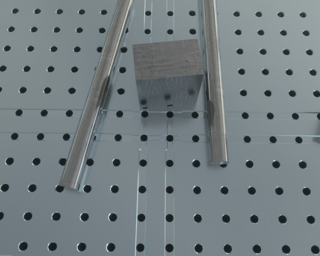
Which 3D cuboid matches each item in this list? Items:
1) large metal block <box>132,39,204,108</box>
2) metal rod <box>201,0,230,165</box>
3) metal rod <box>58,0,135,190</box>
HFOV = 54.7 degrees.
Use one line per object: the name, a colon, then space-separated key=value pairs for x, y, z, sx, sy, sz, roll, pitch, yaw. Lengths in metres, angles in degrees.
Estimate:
large metal block: x=0.009 y=-0.069 z=0.408 sx=0.081 sy=0.080 sz=0.050 roll=-6 pitch=70 yaw=-2
metal rod: x=0.076 y=-0.096 z=0.447 sx=0.025 sy=0.025 sz=0.299 roll=0 pitch=70 yaw=0
metal rod: x=-0.083 y=-0.063 z=0.433 sx=0.025 sy=0.025 sz=0.299 roll=11 pitch=70 yaw=4
